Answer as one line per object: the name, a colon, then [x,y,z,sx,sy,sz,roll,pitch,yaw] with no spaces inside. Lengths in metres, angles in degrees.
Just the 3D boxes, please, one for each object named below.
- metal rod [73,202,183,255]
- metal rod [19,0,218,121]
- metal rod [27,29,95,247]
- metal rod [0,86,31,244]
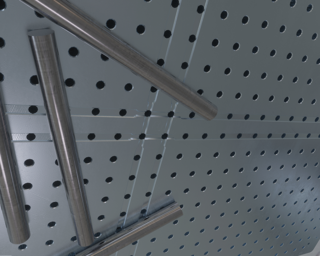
metal rod: [-0.101,0.194,0.474,0.302,0.025,0.025,-25,128,-13]
metal rod: [-0.034,-0.078,0.343,0.301,0.025,0.025,28,103,-38]
metal rod: [-0.110,0.036,0.372,0.025,0.025,0.298,-15,125,-20]
metal rod: [-0.170,0.010,0.324,0.025,0.025,0.298,-10,123,-23]
